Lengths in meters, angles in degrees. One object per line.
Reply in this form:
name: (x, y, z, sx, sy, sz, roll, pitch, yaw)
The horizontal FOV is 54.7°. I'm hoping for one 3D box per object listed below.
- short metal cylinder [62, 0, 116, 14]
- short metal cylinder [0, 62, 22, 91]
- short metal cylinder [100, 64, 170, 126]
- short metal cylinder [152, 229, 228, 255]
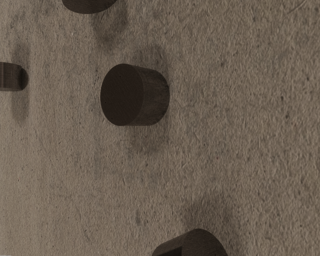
short metal cylinder: (-0.107, -0.213, 0.455, 0.080, 0.081, 0.050, -23, 76, 37)
short metal cylinder: (-0.328, -0.104, 0.635, 0.080, 0.081, 0.050, 1, 91, 39)
short metal cylinder: (-0.034, -0.042, 0.415, 0.080, 0.050, 0.079, 0, 90, 39)
short metal cylinder: (0.035, 0.158, 0.339, 0.050, 0.081, 0.080, -38, 67, 33)
